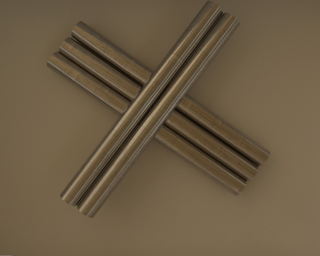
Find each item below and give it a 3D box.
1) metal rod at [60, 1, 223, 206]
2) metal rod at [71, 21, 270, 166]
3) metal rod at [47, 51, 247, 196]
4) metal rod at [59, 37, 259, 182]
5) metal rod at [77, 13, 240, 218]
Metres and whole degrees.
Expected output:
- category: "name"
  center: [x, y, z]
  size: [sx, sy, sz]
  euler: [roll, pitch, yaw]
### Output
- category: "metal rod"
  center: [-0.023, -0.030, 0.385]
  size: [0.025, 0.025, 0.300]
  euler: [37, 90, 0]
- category: "metal rod"
  center: [0.014, -0.045, 0.410]
  size: [0.301, 0.025, 0.025]
  euler: [35, 90, 0]
- category: "metal rod"
  center: [-0.017, -0.005, 0.410]
  size: [0.301, 0.025, 0.025]
  euler: [34, 90, 0]
- category: "metal rod"
  center: [-0.001, -0.024, 0.410]
  size: [0.301, 0.025, 0.025]
  euler: [34, 90, 0]
- category: "metal rod"
  center: [-0.002, -0.016, 0.385]
  size: [0.025, 0.025, 0.300]
  euler: [37, 90, 0]
